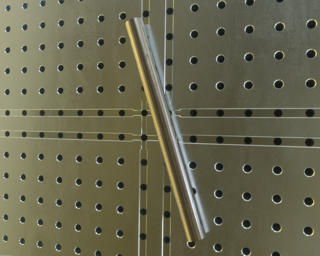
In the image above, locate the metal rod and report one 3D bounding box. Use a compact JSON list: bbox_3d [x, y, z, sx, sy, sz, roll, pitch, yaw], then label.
[{"bbox_3d":[0.006,-0.002,0.409,0.025,0.025,0.298,-18,84,19],"label":"metal rod"}]
